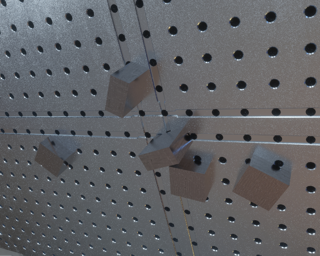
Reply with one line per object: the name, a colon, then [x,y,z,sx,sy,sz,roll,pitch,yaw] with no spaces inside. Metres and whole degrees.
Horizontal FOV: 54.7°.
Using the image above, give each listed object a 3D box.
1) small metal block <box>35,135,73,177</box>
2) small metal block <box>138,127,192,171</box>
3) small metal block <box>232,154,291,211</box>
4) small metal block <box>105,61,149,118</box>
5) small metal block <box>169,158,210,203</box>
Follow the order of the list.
small metal block: [-0.184,0.049,0.536,0.050,0.025,0.050,36,129,3]
small metal block: [0.008,0.028,0.407,0.050,0.050,0.025,-18,109,35]
small metal block: [0.126,0.068,0.386,0.050,0.025,0.050,27,128,10]
small metal block: [-0.041,-0.048,0.385,0.025,0.050,0.050,26,127,12]
small metal block: [0.042,0.072,0.432,0.050,0.025,0.050,9,123,23]
